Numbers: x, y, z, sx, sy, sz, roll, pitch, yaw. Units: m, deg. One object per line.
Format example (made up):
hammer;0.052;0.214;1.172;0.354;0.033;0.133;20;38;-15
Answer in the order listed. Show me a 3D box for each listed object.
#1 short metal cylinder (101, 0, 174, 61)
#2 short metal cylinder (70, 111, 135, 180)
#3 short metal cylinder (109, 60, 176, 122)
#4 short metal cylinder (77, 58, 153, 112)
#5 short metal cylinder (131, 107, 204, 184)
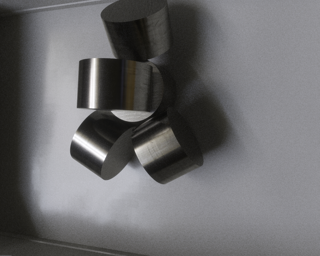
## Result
short metal cylinder;-0.027;-0.125;0.382;0.080;0.080;0.050;4;134;20
short metal cylinder;-0.069;0.021;0.404;0.050;0.080;0.080;31;100;18
short metal cylinder;-0.025;-0.047;0.403;0.080;0.050;0.080;0;90;20
short metal cylinder;-0.050;-0.044;0.343;0.080;0.080;0.050;4;91;20
short metal cylinder;0.010;0.021;0.376;0.050;0.080;0.080;-30;80;18
